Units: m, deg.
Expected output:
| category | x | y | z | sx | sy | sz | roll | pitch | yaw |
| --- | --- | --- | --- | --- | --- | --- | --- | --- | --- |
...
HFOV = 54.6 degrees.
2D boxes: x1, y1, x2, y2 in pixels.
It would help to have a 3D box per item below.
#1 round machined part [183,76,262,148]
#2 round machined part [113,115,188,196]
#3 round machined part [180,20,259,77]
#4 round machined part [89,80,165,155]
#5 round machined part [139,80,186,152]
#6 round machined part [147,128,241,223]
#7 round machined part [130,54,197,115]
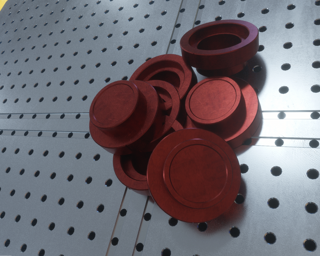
| category | x | y | z | sx | sy | sz | roll | pitch | yaw |
| --- | --- | --- | --- | --- | --- | --- | --- | --- | --- |
| round machined part | 0.069 | -0.024 | 0.376 | 0.098 | 0.042 | 0.098 | -13 | 56 | 21 |
| round machined part | -0.004 | 0.036 | 0.379 | 0.098 | 0.042 | 0.098 | -13 | 56 | 21 |
| round machined part | 0.078 | -0.101 | 0.405 | 0.098 | 0.042 | 0.098 | -9 | 39 | 8 |
| round machined part | -0.047 | -0.019 | 0.380 | 0.098 | 0.042 | 0.098 | -13 | 56 | 21 |
| round machined part | -0.011 | -0.012 | 0.411 | 0.098 | 0.042 | 0.098 | -13 | 56 | 21 |
| round machined part | 0.036 | 0.047 | 0.319 | 0.099 | 0.042 | 0.098 | 1 | 79 | -4 |
| round machined part | 0.005 | -0.050 | 0.426 | 0.098 | 0.042 | 0.098 | -13 | 56 | 21 |
